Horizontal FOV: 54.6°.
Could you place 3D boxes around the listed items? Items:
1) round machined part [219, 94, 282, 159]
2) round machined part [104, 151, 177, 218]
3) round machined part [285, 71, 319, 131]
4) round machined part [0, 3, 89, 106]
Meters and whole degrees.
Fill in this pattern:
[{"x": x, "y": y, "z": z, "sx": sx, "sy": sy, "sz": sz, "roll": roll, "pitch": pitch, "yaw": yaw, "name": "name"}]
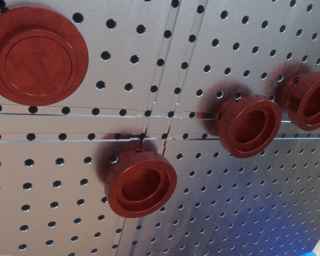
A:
[{"x": 0.129, "y": -0.006, "z": 0.466, "sx": 0.099, "sy": 0.042, "sz": 0.097, "roll": -14, "pitch": 124, "yaw": -21, "name": "round machined part"}, {"x": -0.029, "y": 0.073, "z": 0.429, "sx": 0.099, "sy": 0.042, "sz": 0.097, "roll": -14, "pitch": 124, "yaw": -21, "name": "round machined part"}, {"x": 0.246, "y": -0.047, "z": 0.504, "sx": 0.099, "sy": 0.042, "sz": 0.097, "roll": -14, "pitch": 124, "yaw": -21, "name": "round machined part"}, {"x": -0.117, "y": -0.064, "z": 0.296, "sx": 0.099, "sy": 0.042, "sz": 0.097, "roll": -14, "pitch": 124, "yaw": -21, "name": "round machined part"}]
